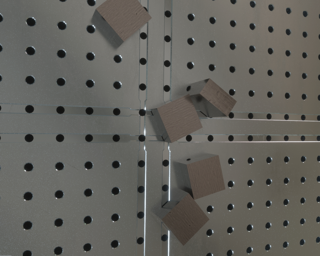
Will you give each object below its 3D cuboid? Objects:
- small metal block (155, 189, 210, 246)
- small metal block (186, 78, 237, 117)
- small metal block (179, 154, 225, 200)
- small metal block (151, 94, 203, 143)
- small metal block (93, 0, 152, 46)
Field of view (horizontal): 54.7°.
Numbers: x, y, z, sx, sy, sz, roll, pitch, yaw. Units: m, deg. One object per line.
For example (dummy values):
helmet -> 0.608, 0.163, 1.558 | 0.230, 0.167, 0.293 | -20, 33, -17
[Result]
small metal block -> 0.031, 0.122, 0.425 | 0.050, 0.025, 0.050 | -41, 103, -16
small metal block -> 0.068, -0.040, 0.426 | 0.050, 0.050, 0.025 | 37, 78, -17
small metal block -> 0.059, 0.067, 0.436 | 0.050, 0.025, 0.050 | -14, 95, -20
small metal block -> 0.023, -0.013, 0.422 | 0.050, 0.025, 0.050 | -26, 99, -19
small metal block -> -0.048, -0.142, 0.395 | 0.050, 0.025, 0.050 | -45, 105, -15
